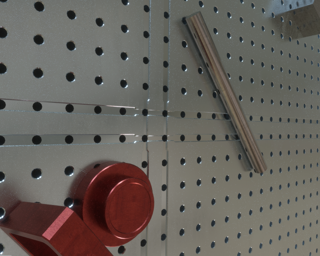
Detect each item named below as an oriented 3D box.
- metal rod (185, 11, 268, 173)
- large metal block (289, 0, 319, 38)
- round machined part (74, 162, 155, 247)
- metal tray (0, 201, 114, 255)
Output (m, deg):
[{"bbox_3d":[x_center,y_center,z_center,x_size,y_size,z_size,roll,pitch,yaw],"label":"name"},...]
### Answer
[{"bbox_3d":[0.116,-0.045,0.508,0.025,0.025,0.299,-45,117,-31],"label":"metal rod"},{"bbox_3d":[0.334,-0.260,0.677,0.080,0.050,0.080,42,65,-33],"label":"large metal block"},{"bbox_3d":[-0.046,0.090,0.362,0.099,0.042,0.097,0,90,-40],"label":"round machined part"},{"bbox_3d":[-0.082,0.128,0.297,0.130,0.090,0.030,59,46,-24],"label":"metal tray"}]
